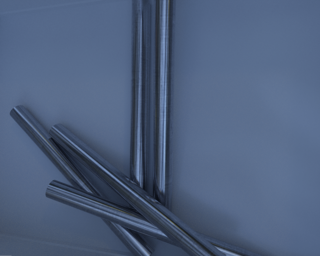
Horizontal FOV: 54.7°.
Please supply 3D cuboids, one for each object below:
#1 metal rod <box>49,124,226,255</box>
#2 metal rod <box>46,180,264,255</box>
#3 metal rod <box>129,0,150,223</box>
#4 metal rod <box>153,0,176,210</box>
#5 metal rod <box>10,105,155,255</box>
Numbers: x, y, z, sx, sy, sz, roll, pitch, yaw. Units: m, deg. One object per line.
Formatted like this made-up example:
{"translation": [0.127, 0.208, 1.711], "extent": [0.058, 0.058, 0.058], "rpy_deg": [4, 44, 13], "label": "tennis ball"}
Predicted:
{"translation": [-0.044, 0.078, 0.399], "extent": [0.300, 0.025, 0.025], "rpy_deg": [33, 101, 27], "label": "metal rod"}
{"translation": [-0.005, 0.125, 0.389], "extent": [0.301, 0.025, 0.025], "rpy_deg": [17, 96, 10], "label": "metal rod"}
{"translation": [-0.027, -0.023, 0.420], "extent": [0.025, 0.025, 0.298], "rpy_deg": [1, 90, 20], "label": "metal rod"}
{"translation": [0.004, -0.029, 0.376], "extent": [0.025, 0.025, 0.298], "rpy_deg": [5, 104, 20], "label": "metal rod"}
{"translation": [-0.120, 0.071, 0.447], "extent": [0.300, 0.025, 0.025], "rpy_deg": [43, 103, 17], "label": "metal rod"}
